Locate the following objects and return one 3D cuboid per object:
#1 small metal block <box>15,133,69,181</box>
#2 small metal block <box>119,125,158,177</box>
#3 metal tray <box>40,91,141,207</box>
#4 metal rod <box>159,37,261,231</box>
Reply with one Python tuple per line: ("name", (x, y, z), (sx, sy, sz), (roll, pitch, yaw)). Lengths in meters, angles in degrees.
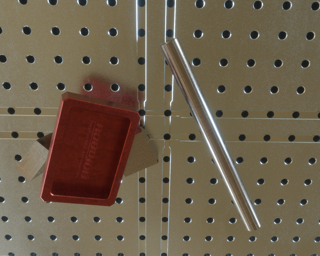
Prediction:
("small metal block", (-0.154, 0.036, 0.409), (0.025, 0.050, 0.050), (40, 105, -1))
("small metal block", (-0.036, 0.032, 0.425), (0.050, 0.025, 0.050), (-24, 109, 8))
("metal tray", (-0.086, 0.029, 0.378), (0.091, 0.030, 0.129), (11, 105, -24))
("metal rod", (0.076, 0.021, 0.422), (0.025, 0.025, 0.299), (-25, 109, 8))
